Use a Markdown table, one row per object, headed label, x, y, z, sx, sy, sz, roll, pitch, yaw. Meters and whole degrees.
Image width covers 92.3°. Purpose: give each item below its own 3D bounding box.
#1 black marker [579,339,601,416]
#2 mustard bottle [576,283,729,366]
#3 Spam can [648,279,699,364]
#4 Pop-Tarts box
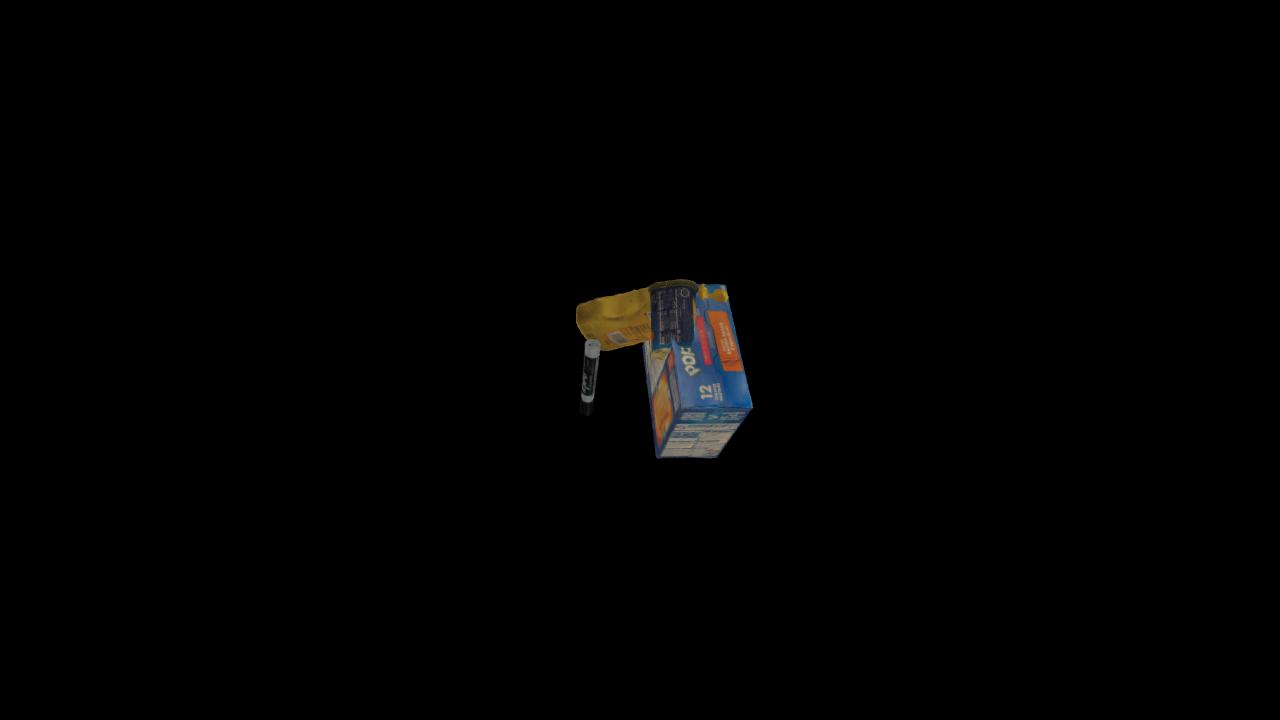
| label | x | y | z | sx | sy | sz | roll | pitch | yaw |
| --- | --- | --- | --- | --- | --- | --- | --- | --- | --- |
| black marker | -0.063 | 0.025 | 0.762 | 0.020 | 0.121 | 0.020 | 5 | 42 | -5 |
| mustard bottle | 0.021 | -0.057 | 0.755 | 0.184 | 0.054 | 0.092 | -12 | -33 | 25 |
| Spam can | 0.048 | -0.037 | 0.727 | 0.058 | 0.085 | 0.101 | -7 | -17 | 17 |
| Pop-Tarts box | 0.061 | 0.015 | 0.737 | 0.083 | 0.167 | 0.141 | -1 | -31 | -11 |
